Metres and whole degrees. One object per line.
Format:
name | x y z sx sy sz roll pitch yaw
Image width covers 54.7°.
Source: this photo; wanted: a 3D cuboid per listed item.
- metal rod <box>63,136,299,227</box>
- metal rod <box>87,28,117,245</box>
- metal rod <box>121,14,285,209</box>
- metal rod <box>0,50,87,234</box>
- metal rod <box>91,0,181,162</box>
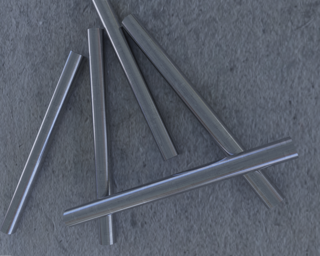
metal rod | 0.010 0.072 0.376 0.300 0.025 0.025 -21 83 18
metal rod | -0.082 0.011 0.436 0.025 0.025 0.298 -4 89 19
metal rod | 0.047 -0.030 0.391 0.025 0.025 0.299 -41 78 15
metal rod | -0.179 0.027 0.470 0.025 0.025 0.298 27 99 17
metal rod | -0.045 -0.096 0.423 0.025 0.025 0.299 -27 81 18
